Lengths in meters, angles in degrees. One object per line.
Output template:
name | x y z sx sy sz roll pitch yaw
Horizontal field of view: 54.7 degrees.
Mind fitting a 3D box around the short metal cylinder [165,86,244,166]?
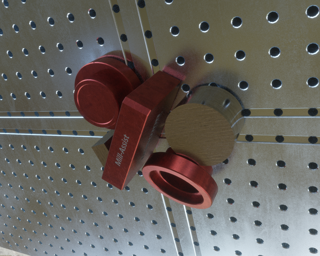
short metal cylinder | 0.052 -0.003 0.360 0.080 0.050 0.079 13 124 21

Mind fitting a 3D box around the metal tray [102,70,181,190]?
metal tray | -0.024 0.004 0.379 0.030 0.090 0.129 29 128 10

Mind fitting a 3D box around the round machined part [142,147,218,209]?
round machined part | 0.030 0.060 0.402 0.098 0.042 0.098 23 151 14

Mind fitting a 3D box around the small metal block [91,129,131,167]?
small metal block | -0.062 0.032 0.442 0.025 0.050 0.050 -16 110 34

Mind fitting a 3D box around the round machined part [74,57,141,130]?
round machined part | -0.073 -0.039 0.408 0.098 0.042 0.097 13 124 21
